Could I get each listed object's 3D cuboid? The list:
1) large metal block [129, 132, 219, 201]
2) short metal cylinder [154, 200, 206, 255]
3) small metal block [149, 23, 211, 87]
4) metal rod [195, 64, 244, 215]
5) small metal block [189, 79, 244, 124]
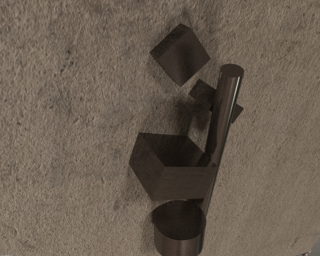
[{"bbox_3d":[0.015,0.050,0.412,0.081,0.080,0.050,5,116,-31],"label":"large metal block"},{"bbox_3d":[0.031,0.161,0.490,0.081,0.080,0.050,-13,124,-21],"label":"short metal cylinder"},{"bbox_3d":[0.025,-0.086,0.369,0.050,0.025,0.050,-44,130,2],"label":"small metal block"},{"bbox_3d":[0.073,0.043,0.432,0.025,0.025,0.298,-18,139,-18],"label":"metal rod"},{"bbox_3d":[0.074,-0.036,0.411,0.050,0.050,0.025,25,105,-37],"label":"small metal block"}]
